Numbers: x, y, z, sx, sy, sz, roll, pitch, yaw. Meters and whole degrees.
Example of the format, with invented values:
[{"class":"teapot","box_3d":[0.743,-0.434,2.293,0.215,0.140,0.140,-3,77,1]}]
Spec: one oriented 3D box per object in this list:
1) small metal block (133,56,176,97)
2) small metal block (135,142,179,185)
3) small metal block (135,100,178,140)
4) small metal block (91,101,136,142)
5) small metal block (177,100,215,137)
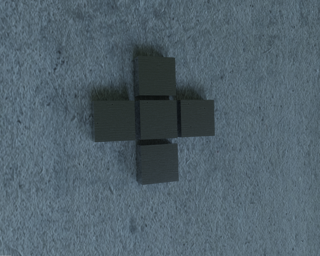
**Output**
[{"class":"small metal block","box_3d":[-0.007,-0.067,0.408,0.050,0.025,0.050,-2,91,-20]},{"class":"small metal block","box_3d":[-0.004,0.046,0.410,0.050,0.025,0.050,-2,91,-20]},{"class":"small metal block","box_3d":[-0.006,-0.011,0.409,0.050,0.025,0.050,-2,91,-20]},{"class":"small metal block","box_3d":[-0.059,-0.009,0.389,0.050,0.025,0.050,-2,91,-20]},{"class":"small metal block","box_3d":[0.047,-0.013,0.429,0.050,0.025,0.050,-2,91,-20]}]
